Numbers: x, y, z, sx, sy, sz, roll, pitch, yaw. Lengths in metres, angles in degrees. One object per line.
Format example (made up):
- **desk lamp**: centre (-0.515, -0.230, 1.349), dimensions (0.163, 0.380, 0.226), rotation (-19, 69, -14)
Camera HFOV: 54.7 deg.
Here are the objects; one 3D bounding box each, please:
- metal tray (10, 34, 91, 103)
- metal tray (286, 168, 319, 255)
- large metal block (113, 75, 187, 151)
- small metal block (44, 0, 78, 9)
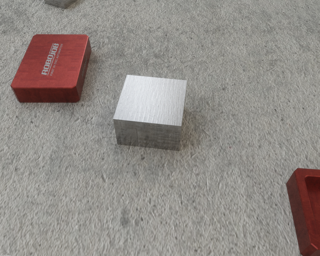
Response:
- **metal tray**: centre (-0.162, -0.095, 0.478), dimensions (0.091, 0.030, 0.130), rotation (0, 50, -1)
- **metal tray**: centre (0.210, 0.092, 0.325), dimensions (0.131, 0.030, 0.090), rotation (4, 50, 2)
- **large metal block**: centre (-0.010, -0.021, 0.404), dimensions (0.080, 0.050, 0.080), rotation (6, 50, 5)
- **small metal block**: centre (-0.200, -0.270, 0.627), dimensions (0.050, 0.025, 0.050), rotation (22, 53, 17)
